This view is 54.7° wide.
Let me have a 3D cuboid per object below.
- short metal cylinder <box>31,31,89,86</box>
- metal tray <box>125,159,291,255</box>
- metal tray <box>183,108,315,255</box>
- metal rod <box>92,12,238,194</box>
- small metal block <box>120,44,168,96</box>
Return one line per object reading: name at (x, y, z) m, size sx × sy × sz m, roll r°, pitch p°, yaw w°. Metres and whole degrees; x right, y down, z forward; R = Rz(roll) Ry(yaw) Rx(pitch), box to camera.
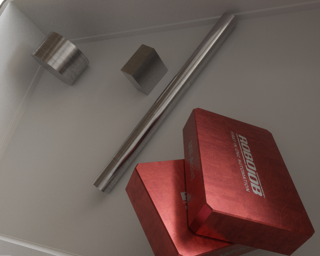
short metal cylinder at (-0.169, -0.117, 0.529) m, size 0.080 × 0.080 × 0.050 m, roll 27°, pitch 77°, yaw 37°
metal tray at (0.046, 0.069, 0.279) m, size 0.090 × 0.131 × 0.030 m, roll 58°, pitch 136°, yaw 39°
metal tray at (0.070, 0.040, 0.279) m, size 0.130 × 0.091 × 0.030 m, roll -88°, pitch 19°, yaw -53°
metal rod at (0.012, -0.040, 0.422) m, size 0.025 × 0.025 × 0.300 m, roll 30°, pitch 78°, yaw 37°
small metal block at (-0.022, -0.084, 0.451) m, size 0.025 × 0.050 × 0.050 m, roll 31°, pitch 79°, yaw 37°
